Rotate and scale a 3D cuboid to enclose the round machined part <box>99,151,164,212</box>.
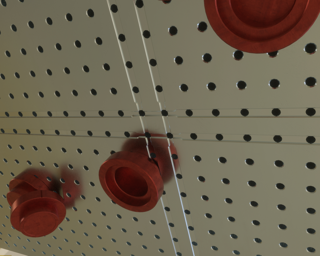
[{"bbox_3d":[-0.039,0.075,0.466,0.098,0.042,0.097,13,124,20],"label":"round machined part"}]

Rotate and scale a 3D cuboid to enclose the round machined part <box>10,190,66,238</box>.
[{"bbox_3d":[-0.228,0.168,0.585,0.042,0.099,0.097,-124,27,-50],"label":"round machined part"}]

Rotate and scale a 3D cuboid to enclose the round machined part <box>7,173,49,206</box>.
[{"bbox_3d":[-0.268,0.143,0.626,0.098,0.042,0.097,13,124,20],"label":"round machined part"}]

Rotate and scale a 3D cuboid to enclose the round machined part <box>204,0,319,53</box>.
[{"bbox_3d":[0.093,-0.120,0.277,0.098,0.042,0.097,13,124,20],"label":"round machined part"}]
